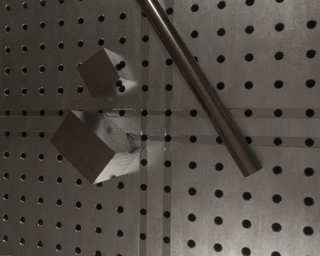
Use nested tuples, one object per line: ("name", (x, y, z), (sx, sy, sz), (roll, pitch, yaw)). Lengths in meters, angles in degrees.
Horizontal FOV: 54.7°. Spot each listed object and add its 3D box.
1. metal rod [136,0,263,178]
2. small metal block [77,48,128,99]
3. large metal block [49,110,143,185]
("metal rod", (0.039, -0.074, 0.398), (0.025, 0.025, 0.299), (-33, 80, 17))
("small metal block", (-0.082, -0.077, 0.440), (0.050, 0.025, 0.050), (-32, 80, 17))
("large metal block", (-0.082, 0.023, 0.411), (0.080, 0.080, 0.050), (41, 103, 15))
